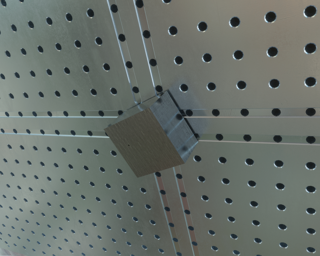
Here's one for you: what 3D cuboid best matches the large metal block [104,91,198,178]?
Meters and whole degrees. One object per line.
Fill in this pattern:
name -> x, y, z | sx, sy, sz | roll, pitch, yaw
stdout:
large metal block -> -0.011, 0.010, 0.402 | 0.080, 0.050, 0.080 | -23, 107, 36
